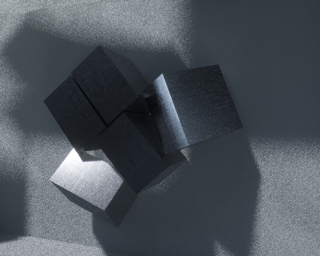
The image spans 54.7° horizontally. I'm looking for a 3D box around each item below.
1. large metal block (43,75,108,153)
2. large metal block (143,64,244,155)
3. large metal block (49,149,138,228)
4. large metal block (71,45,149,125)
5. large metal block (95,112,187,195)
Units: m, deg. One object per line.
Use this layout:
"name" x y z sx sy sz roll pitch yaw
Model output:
"large metal block" -0.091 -0.017 0.411 0.050 0.080 0.080 -39 78 16
"large metal block" 0.038 -0.022 0.359 0.050 0.081 0.080 -30 77 58
"large metal block" -0.081 0.078 0.400 0.080 0.080 0.050 23 63 18
"large metal block" -0.052 -0.051 0.397 0.050 0.080 0.080 -40 78 15
"large metal block" -0.020 0.028 0.385 0.050 0.080 0.080 -43 77 15
